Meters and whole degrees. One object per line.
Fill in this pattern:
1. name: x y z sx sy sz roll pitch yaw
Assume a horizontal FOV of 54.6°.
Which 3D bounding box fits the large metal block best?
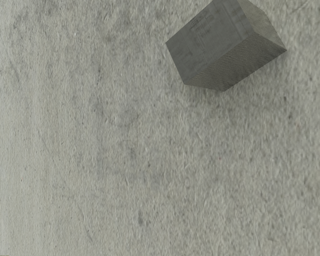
1. large metal block: 0.067 -0.083 0.314 0.080 0.081 0.050 -34 69 35
